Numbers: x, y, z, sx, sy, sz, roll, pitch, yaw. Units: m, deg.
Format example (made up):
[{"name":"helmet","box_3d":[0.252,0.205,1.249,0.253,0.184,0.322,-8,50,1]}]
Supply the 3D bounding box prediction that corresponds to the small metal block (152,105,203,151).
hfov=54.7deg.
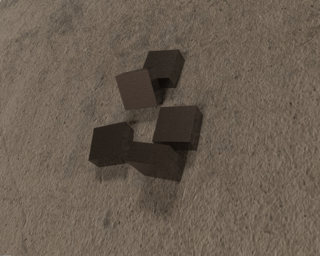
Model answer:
[{"name":"small metal block","box_3d":[0.023,0.000,0.391,0.050,0.025,0.050,-1,61,27]}]

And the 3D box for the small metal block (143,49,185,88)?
[{"name":"small metal block","box_3d":[0.003,-0.086,0.454,0.050,0.025,0.050,5,64,30]}]

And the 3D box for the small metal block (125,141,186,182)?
[{"name":"small metal block","box_3d":[-0.004,0.040,0.365,0.050,0.050,0.025,5,64,30]}]

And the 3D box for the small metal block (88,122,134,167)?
[{"name":"small metal block","box_3d":[-0.066,0.023,0.423,0.050,0.025,0.050,-11,57,22]}]

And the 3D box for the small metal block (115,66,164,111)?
[{"name":"small metal block","box_3d":[-0.028,-0.055,0.432,0.050,0.050,0.025,-8,18,24]}]
